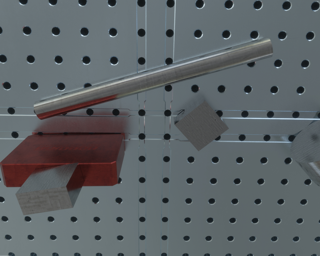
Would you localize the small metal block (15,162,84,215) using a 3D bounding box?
[{"bbox_3d":[-0.113,0.062,0.324,0.050,0.050,0.025,-9,110,3],"label":"small metal block"}]

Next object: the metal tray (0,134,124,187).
[{"bbox_3d":[-0.115,0.038,0.391,0.131,0.090,0.030,-1,110,0],"label":"metal tray"}]

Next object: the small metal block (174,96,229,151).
[{"bbox_3d":[0.054,-0.006,0.412,0.050,0.025,0.050,-39,106,12],"label":"small metal block"}]

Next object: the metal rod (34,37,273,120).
[{"bbox_3d":[-0.012,-0.061,0.390,0.301,0.025,0.025,-15,110,5],"label":"metal rod"}]

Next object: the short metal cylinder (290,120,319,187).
[{"bbox_3d":[0.219,0.031,0.399,0.080,0.080,0.050,-41,106,13],"label":"short metal cylinder"}]
